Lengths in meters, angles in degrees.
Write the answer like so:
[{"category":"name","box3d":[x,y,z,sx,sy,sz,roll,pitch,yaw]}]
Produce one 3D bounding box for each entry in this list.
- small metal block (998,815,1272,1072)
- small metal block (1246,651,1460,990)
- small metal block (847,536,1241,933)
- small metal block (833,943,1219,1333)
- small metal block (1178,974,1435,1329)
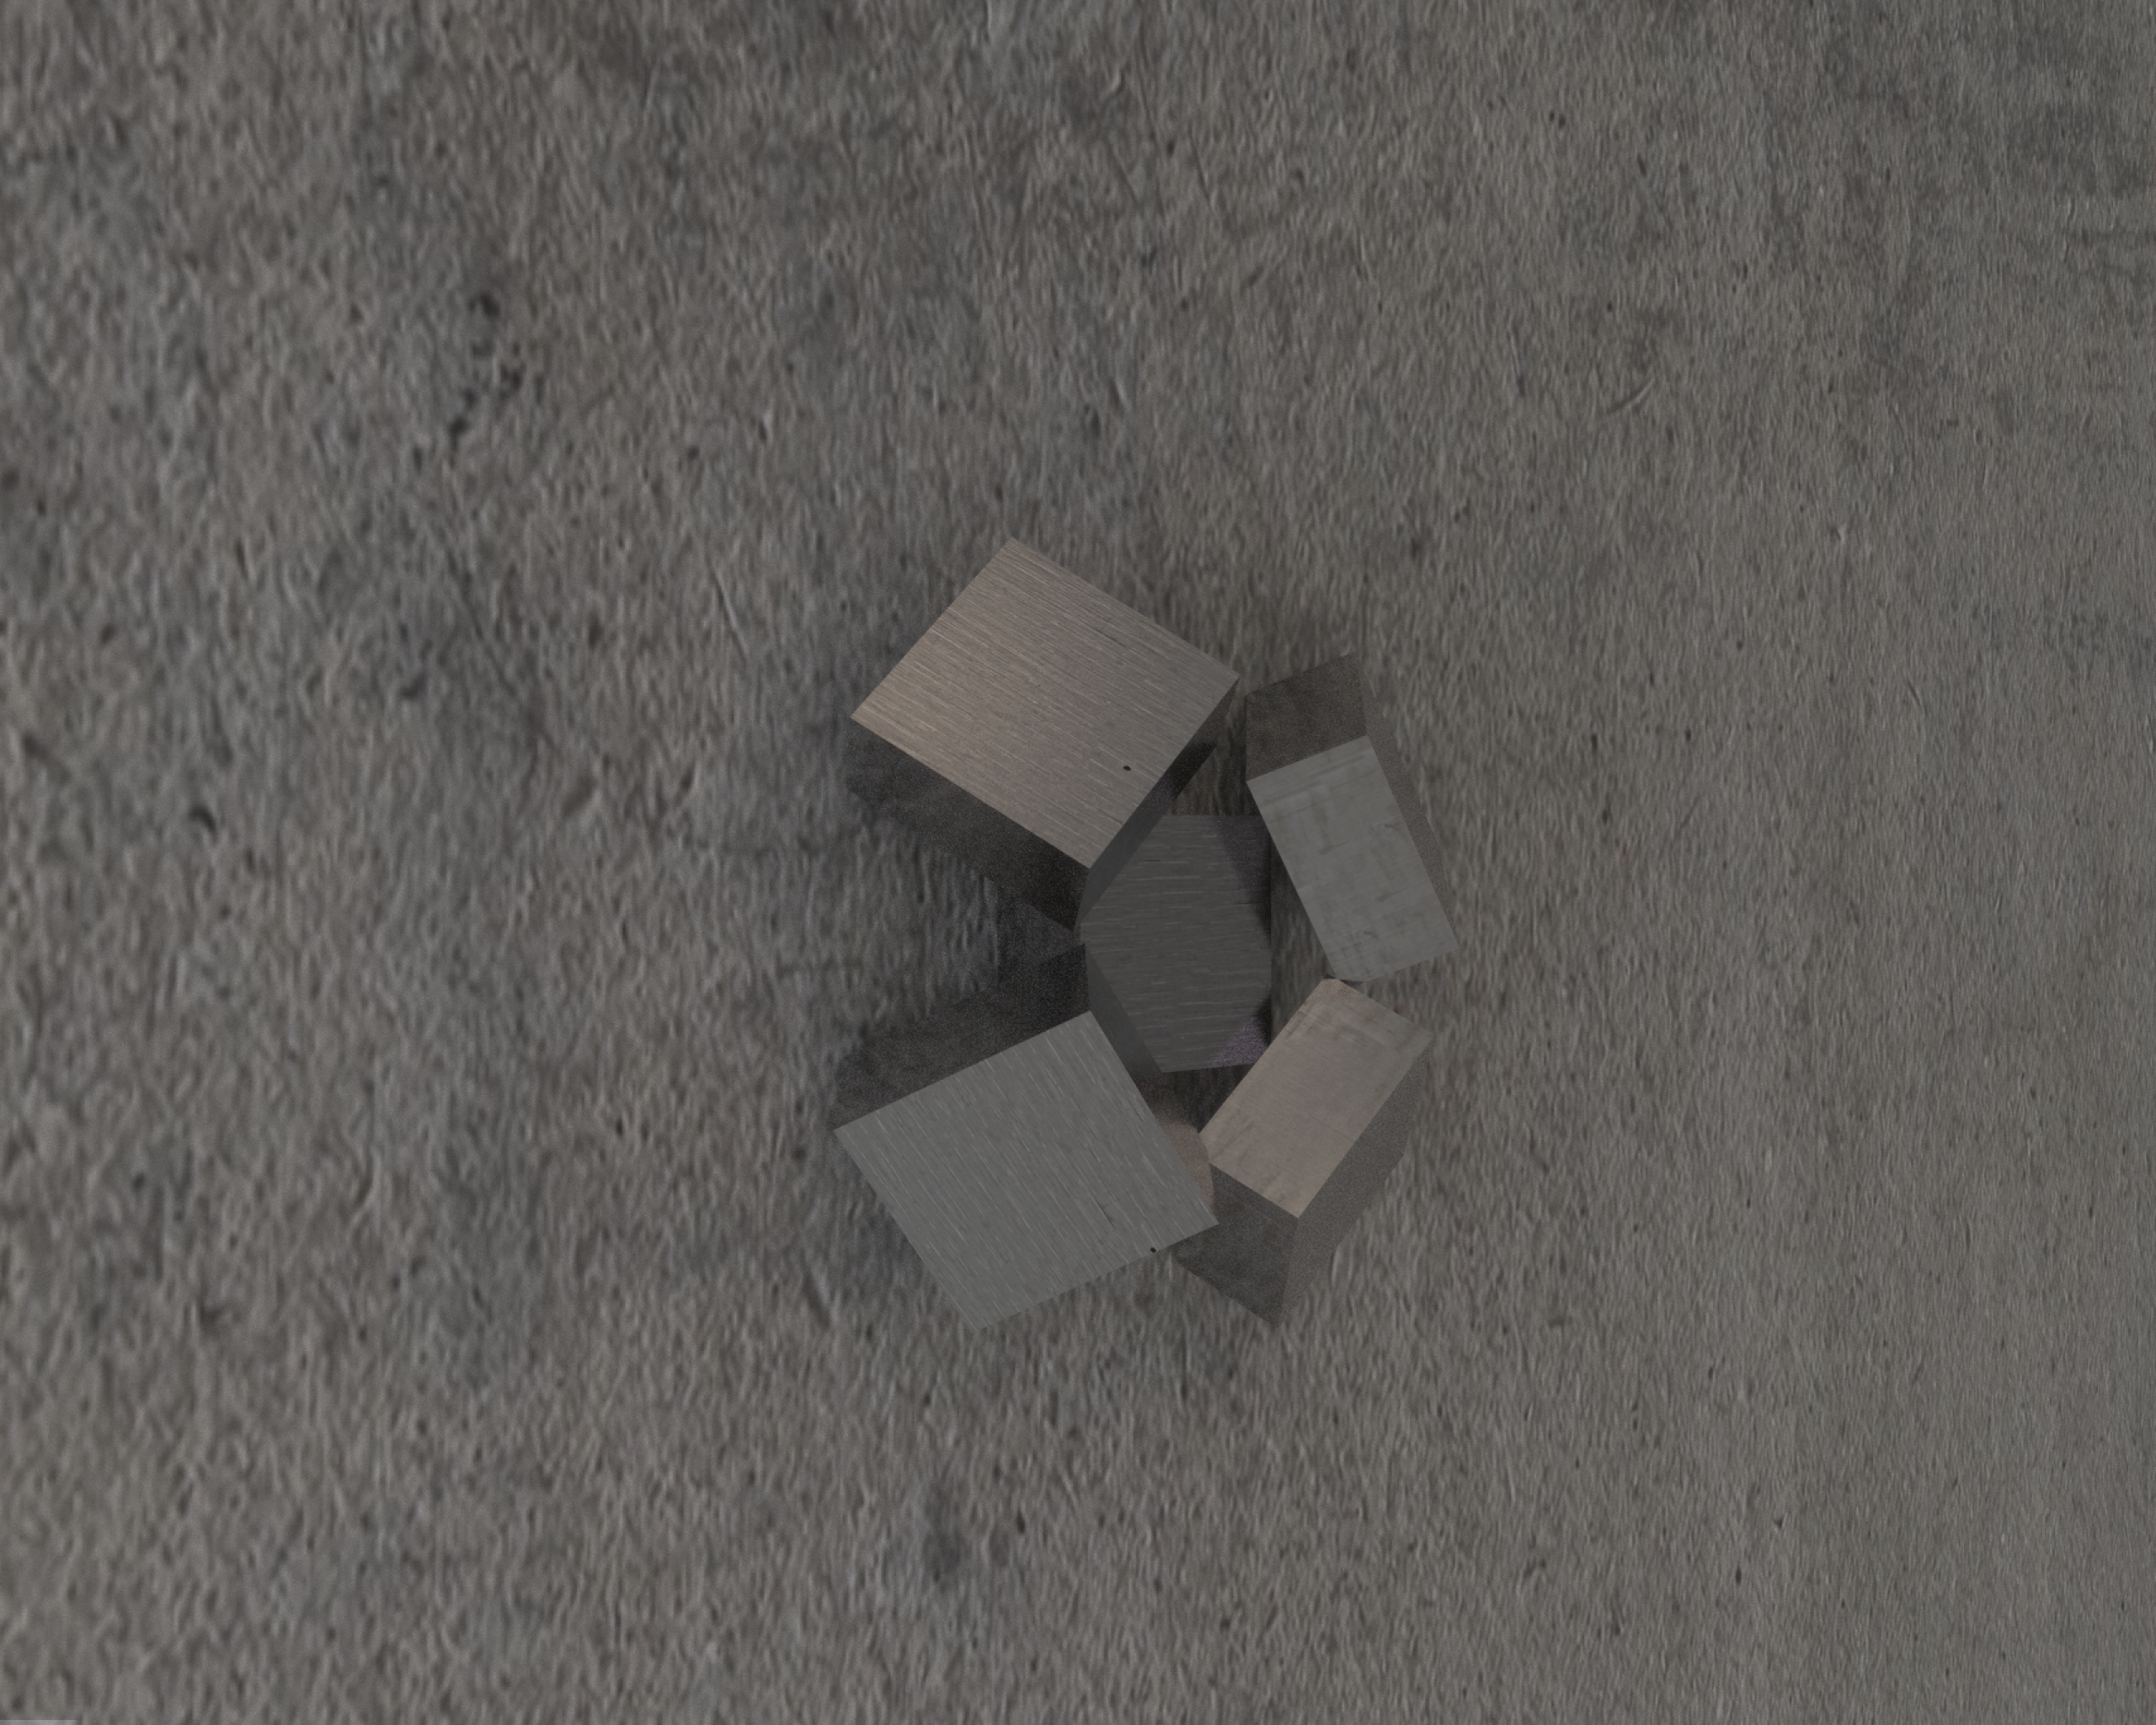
[{"category":"small metal block","box3d":[0.012,0.016,0.414,0.050,0.025,0.050,-1,91,-40]},{"category":"small metal block","box3d":[0.057,-0.010,0.434,0.050,0.025,0.050,-80,146,-65]},{"category":"small metal block","box3d":[-0.007,-0.024,0.381,0.050,0.025,0.050,33,62,10]},{"category":"small metal block","box3d":[-0.009,0.050,0.379,0.050,0.025,0.050,-26,113,9]},{"category":"small metal block","box3d":[0.046,0.059,0.426,0.050,0.025,0.050,-48,156,-29]}]
